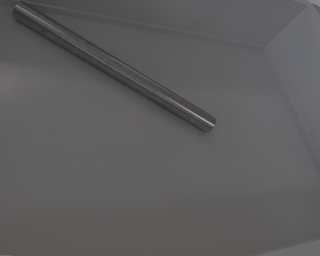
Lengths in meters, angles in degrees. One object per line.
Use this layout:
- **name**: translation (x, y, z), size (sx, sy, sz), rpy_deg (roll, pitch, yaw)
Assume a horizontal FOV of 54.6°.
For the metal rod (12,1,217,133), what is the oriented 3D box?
- **metal rod**: translation (-0.054, -0.078, 0.423), size (0.301, 0.025, 0.025), rpy_deg (30, 52, -9)
